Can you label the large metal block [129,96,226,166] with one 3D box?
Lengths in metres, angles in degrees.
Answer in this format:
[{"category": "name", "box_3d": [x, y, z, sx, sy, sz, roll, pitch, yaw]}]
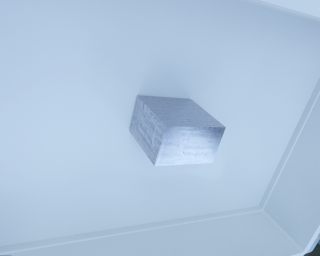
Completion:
[{"category": "large metal block", "box_3d": [0.018, 0.001, 0.380, 0.081, 0.080, 0.050, 1, 118, -29]}]
